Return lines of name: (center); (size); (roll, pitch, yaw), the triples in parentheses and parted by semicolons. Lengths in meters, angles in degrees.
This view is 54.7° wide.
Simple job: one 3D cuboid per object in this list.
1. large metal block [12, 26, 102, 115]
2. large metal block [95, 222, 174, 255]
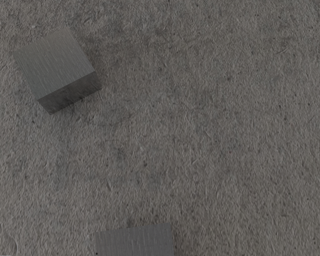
large metal block: (-0.138, -0.077, 0.422); (0.080, 0.050, 0.080); (-30, 73, -10)
large metal block: (-0.024, 0.151, 0.339); (0.081, 0.050, 0.080); (-7, 70, -3)
